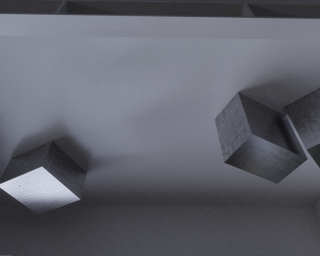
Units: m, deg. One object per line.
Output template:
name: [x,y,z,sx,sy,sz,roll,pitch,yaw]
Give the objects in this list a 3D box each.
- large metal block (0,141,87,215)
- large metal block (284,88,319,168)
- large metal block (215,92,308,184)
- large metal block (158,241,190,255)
large metal block: [-0.169,0.075,0.455,0.080,0.050,0.080,-22,127,18]
large metal block: [0.207,0.010,0.383,0.050,0.080,0.080,-32,123,24]
large metal block: [0.121,0.012,0.384,0.080,0.080,0.050,23,127,-18]
large metal block: [0.033,0.286,0.620,0.050,0.080,0.080,-14,129,12]
